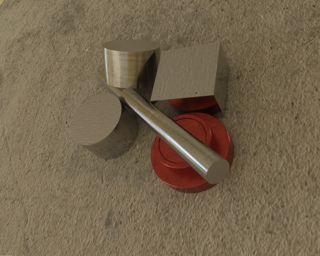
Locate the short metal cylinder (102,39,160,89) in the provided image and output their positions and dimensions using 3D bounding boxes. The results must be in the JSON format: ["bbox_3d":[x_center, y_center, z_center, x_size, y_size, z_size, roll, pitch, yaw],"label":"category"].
[{"bbox_3d":[-0.040,-0.094,0.444,0.081,0.050,0.080,1,27,0],"label":"short metal cylinder"}]

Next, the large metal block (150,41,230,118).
[{"bbox_3d":[0.042,-0.058,0.401,0.080,0.050,0.080,-3,60,26],"label":"large metal block"}]

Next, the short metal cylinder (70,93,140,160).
[{"bbox_3d":[-0.076,-0.002,0.431,0.080,0.050,0.080,-13,56,21],"label":"short metal cylinder"}]

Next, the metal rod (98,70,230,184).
[{"bbox_3d":[-0.019,-0.023,0.386,0.025,0.025,0.300,-45,38,-3],"label":"metal rod"}]

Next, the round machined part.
[{"bbox_3d":[0.033,0.023,0.362,0.098,0.042,0.098,-13,56,21],"label":"round machined part"}]
